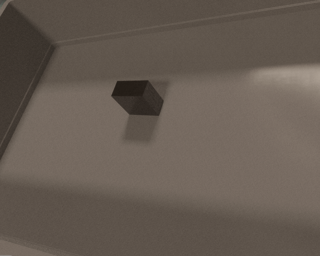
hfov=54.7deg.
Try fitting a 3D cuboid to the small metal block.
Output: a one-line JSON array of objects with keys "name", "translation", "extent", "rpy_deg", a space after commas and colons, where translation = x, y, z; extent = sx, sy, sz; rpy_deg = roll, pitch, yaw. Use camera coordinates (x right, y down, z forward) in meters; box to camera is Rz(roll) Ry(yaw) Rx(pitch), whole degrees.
[{"name": "small metal block", "translation": [-0.030, -0.041, 0.429], "extent": [0.050, 0.050, 0.025], "rpy_deg": [4, 64, 29]}]
